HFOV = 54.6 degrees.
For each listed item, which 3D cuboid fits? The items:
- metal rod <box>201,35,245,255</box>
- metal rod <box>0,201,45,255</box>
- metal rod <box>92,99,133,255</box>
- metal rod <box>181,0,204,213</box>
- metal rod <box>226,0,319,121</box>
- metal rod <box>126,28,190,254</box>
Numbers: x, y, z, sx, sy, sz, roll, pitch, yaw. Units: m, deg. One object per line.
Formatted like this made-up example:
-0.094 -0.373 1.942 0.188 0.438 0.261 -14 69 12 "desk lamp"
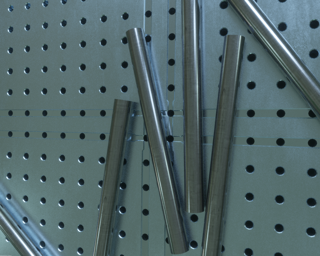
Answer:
0.076 0.037 0.385 0.025 0.025 0.298 7 92 20 "metal rod"
-0.214 0.185 0.489 0.300 0.025 0.025 43 103 15 "metal rod"
-0.073 0.109 0.438 0.025 0.025 0.298 10 93 20 "metal rod"
0.042 -0.044 0.398 0.025 0.025 0.298 -1 90 20 "metal rod"
0.167 -0.050 0.353 0.025 0.025 0.299 -37 78 16 "metal rod"
-0.004 0.014 0.414 0.025 0.025 0.299 -13 86 19 "metal rod"
